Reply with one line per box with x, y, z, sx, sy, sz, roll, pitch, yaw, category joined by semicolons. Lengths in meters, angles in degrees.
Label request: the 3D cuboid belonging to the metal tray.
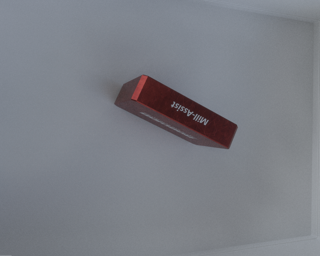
0.017;-0.016;0.380;0.131;0.090;0.030;26;81;-19;metal tray
